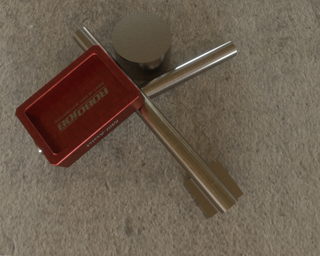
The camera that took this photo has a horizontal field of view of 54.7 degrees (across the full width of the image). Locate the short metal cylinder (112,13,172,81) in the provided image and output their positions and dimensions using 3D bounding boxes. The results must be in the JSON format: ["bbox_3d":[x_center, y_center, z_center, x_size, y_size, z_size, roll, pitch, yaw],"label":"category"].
[{"bbox_3d":[-0.024,-0.113,0.436,0.081,0.050,0.080,0,70,0],"label":"short metal cylinder"}]

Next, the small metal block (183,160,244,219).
[{"bbox_3d":[0.065,0.076,0.382,0.050,0.025,0.050,-32,73,-11],"label":"small metal block"}]

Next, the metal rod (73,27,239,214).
[{"bbox_3d":[-0.015,-0.020,0.390,0.025,0.025,0.300,-37,75,-13],"label":"metal rod"}]

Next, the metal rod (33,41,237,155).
[{"bbox_3d":[-0.026,-0.046,0.426,0.302,0.025,0.025,-28,73,-10],"label":"metal rod"}]

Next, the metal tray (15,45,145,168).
[{"bbox_3d":[-0.096,-0.026,0.374,0.130,0.030,0.090,-40,74,-2],"label":"metal tray"}]
